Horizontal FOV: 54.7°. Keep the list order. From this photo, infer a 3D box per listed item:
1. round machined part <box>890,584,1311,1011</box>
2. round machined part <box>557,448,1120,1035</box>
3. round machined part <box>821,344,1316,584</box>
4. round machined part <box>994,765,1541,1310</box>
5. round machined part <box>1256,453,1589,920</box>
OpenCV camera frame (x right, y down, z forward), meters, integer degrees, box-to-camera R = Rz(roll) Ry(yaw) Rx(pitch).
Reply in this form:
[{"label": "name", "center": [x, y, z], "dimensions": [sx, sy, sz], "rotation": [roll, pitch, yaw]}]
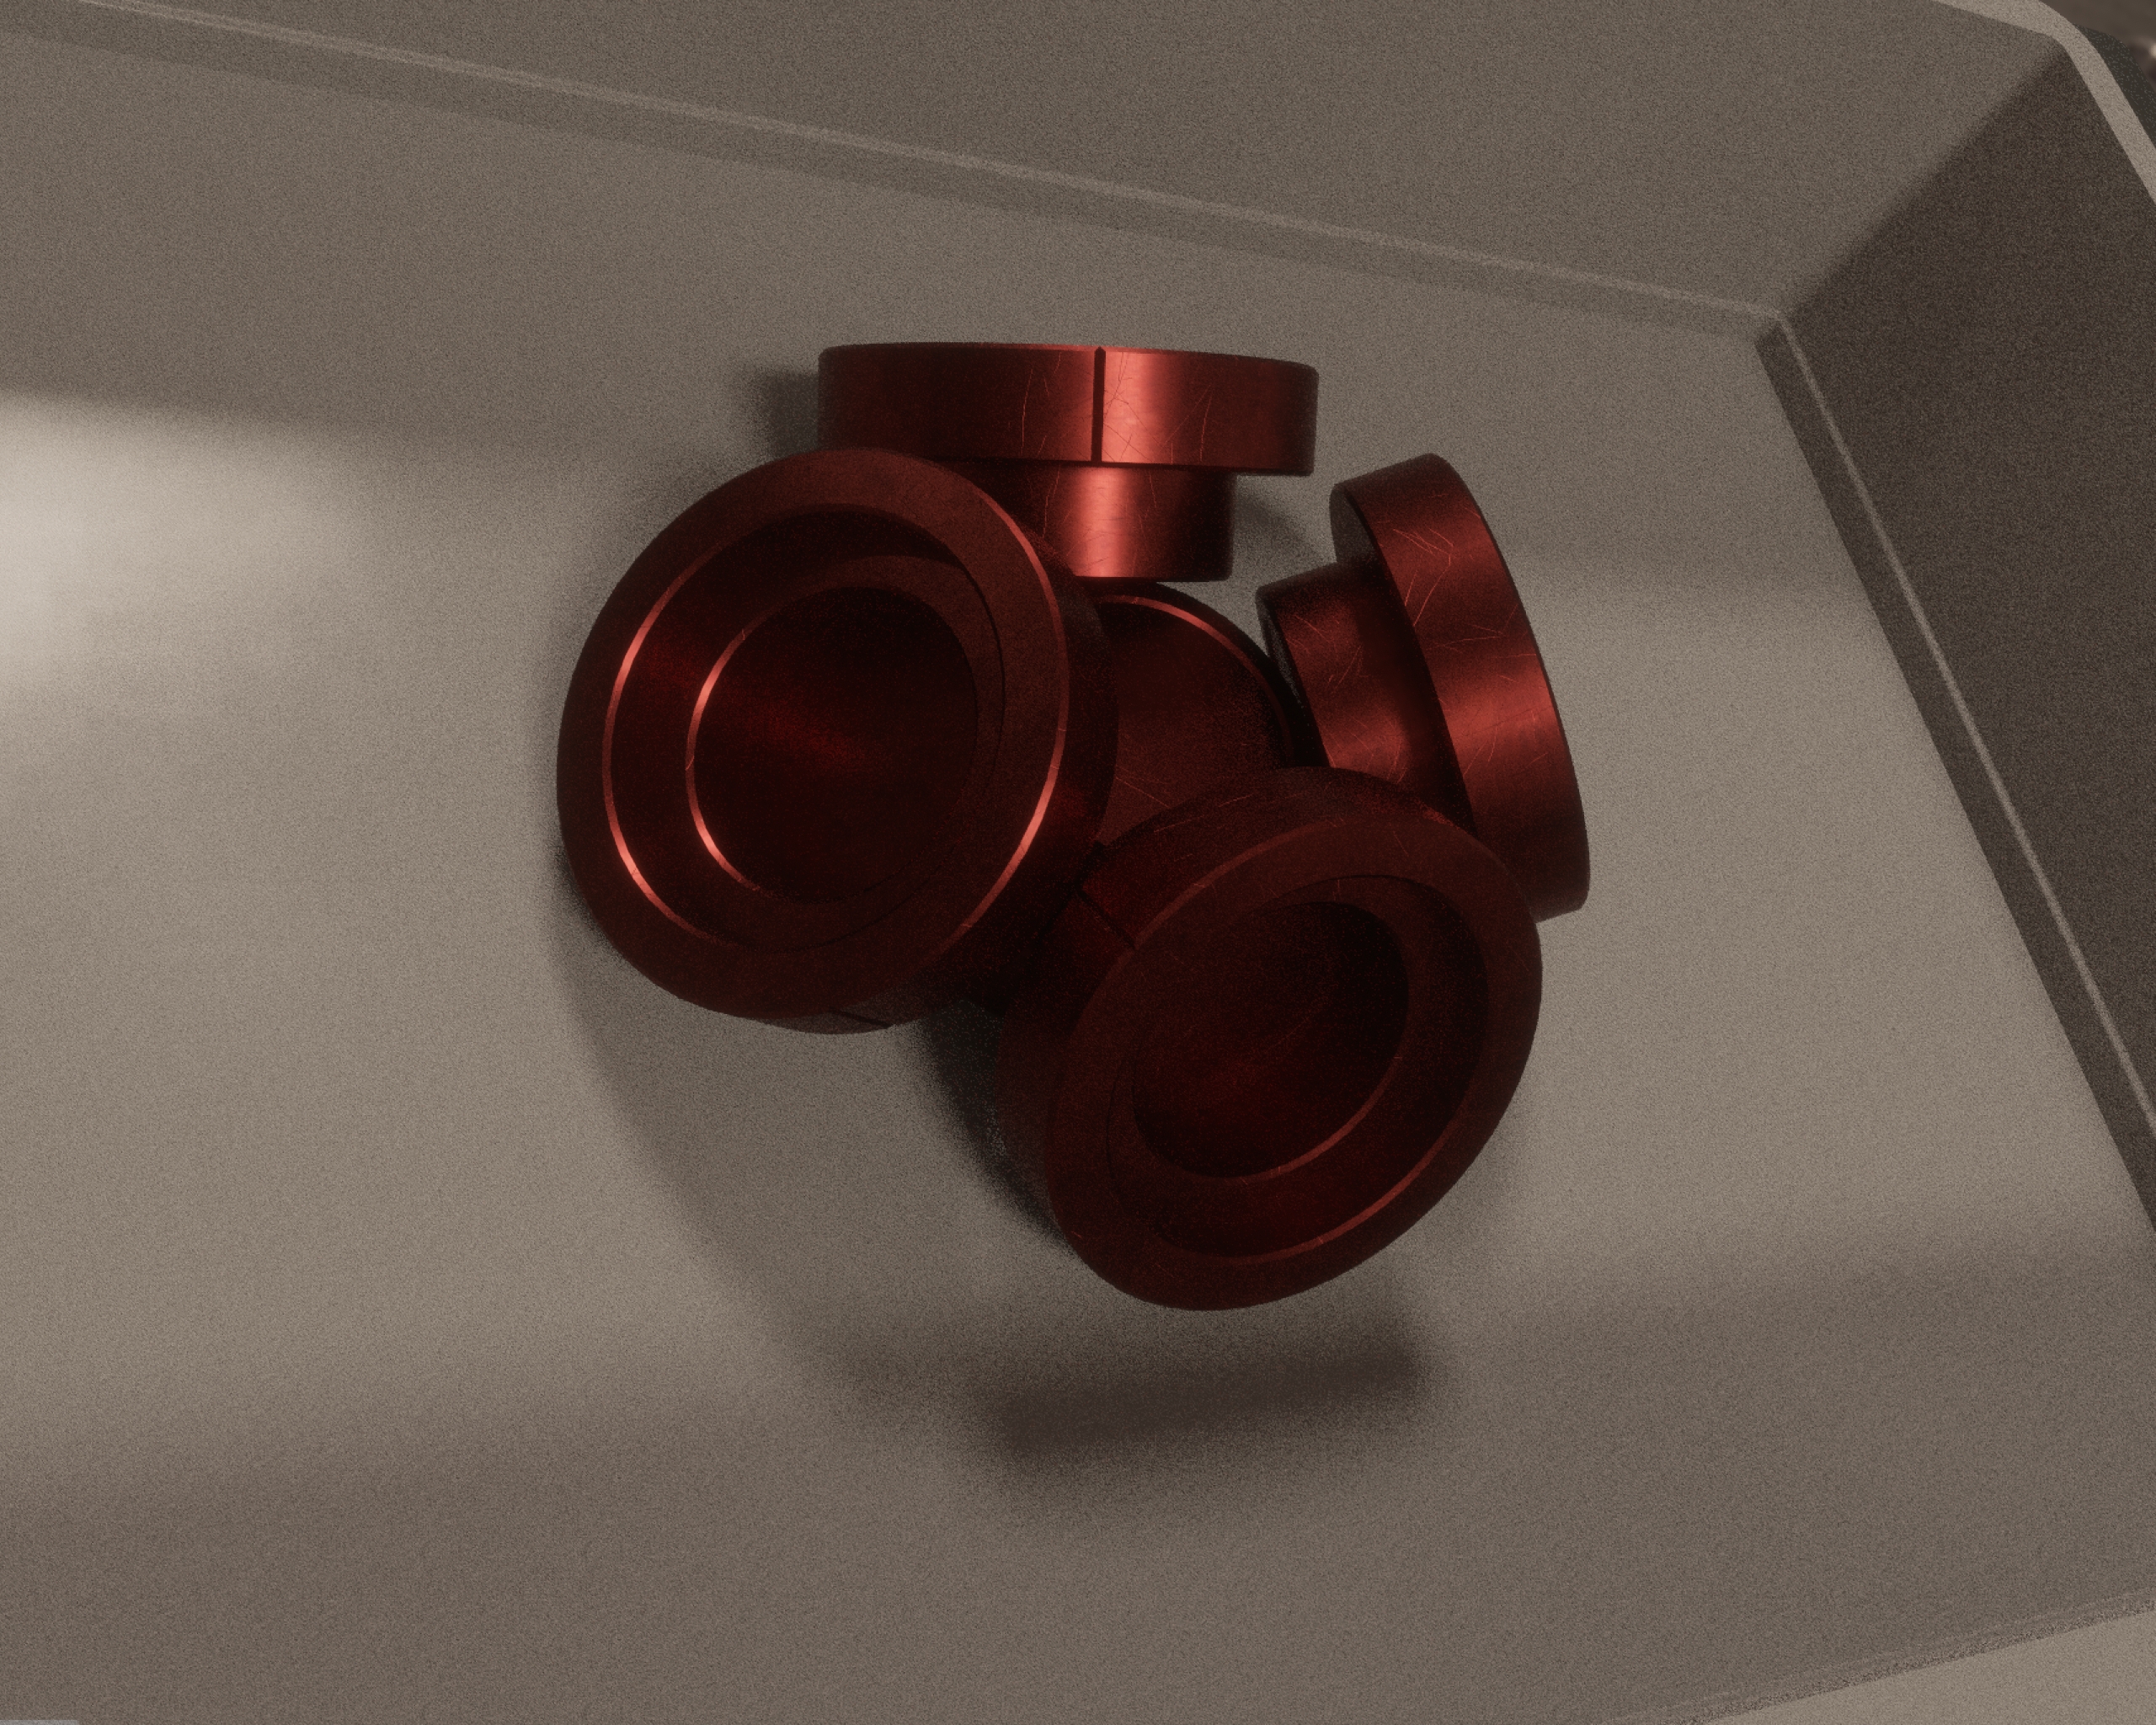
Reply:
[{"label": "round machined part", "center": [0.007, -0.017, 0.408], "dimensions": [0.099, 0.042, 0.098], "rotation": [14, 56, -21]}, {"label": "round machined part", "center": [-0.037, -0.018, 0.361], "dimensions": [0.042, 0.098, 0.098], "rotation": [27, 40, -62]}, {"label": "round machined part", "center": [-0.002, -0.078, 0.417], "dimensions": [0.099, 0.098, 0.042], "rotation": [-4, 102, -30]}, {"label": "round machined part", "center": [0.030, 0.027, 0.369], "dimensions": [0.099, 0.097, 0.042], "rotation": [-1, 26, -29]}, {"label": "round machined part", "center": [0.066, -0.030, 0.426], "dimensions": [0.042, 0.098, 0.098], "rotation": [-18, 67, 3]}]
